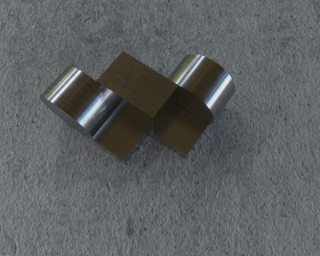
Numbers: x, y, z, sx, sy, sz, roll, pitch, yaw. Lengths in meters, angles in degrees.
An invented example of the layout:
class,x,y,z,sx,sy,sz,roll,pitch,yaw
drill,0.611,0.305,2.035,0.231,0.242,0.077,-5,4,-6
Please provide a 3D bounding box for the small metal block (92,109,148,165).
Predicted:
class,x,y,z,sx,sy,sz,roll,pitch,yaw
small metal block,-0.051,0.012,0.405,0.050,0.025,0.050,34,73,11

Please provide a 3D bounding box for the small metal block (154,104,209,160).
class,x,y,z,sx,sy,sz,roll,pitch,yaw
small metal block,0.027,0.005,0.408,0.050,0.025,0.050,34,73,11

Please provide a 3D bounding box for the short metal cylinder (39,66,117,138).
class,x,y,z,sx,sy,sz,roll,pitch,yaw
short metal cylinder,-0.102,-0.031,0.391,0.080,0.080,0.050,33,74,11

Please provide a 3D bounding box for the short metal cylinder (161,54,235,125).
class,x,y,z,sx,sy,sz,roll,pitch,yaw
short metal cylinder,0.048,-0.048,0.398,0.080,0.080,0.050,34,74,11

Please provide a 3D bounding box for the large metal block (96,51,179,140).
class,x,y,z,sx,sy,sz,roll,pitch,yaw
large metal block,-0.026,-0.039,0.395,0.080,0.080,0.050,33,73,11
